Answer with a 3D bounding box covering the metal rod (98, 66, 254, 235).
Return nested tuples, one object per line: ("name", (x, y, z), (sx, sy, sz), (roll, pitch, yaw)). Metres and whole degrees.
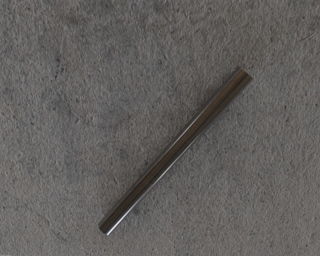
("metal rod", (0.013, 0.040, 0.424), (0.025, 0.025, 0.299), (37, 106, -13))
